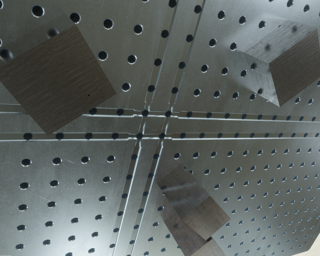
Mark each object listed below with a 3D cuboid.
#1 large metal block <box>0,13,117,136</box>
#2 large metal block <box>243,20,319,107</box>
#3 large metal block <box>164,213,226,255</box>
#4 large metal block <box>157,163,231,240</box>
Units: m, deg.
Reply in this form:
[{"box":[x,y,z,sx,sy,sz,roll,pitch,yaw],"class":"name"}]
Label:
[{"box":[-0.103,-0.053,0.307,0.080,0.050,0.080,-33,129,-7],"class":"large metal block"},{"box":[0.175,-0.091,0.437,0.080,0.050,0.080,-36,130,-4],"class":"large metal block"},{"box":[0.061,0.191,0.530,0.050,0.080,0.080,-37,130,-4],"class":"large metal block"},{"box":[0.052,0.112,0.475,0.050,0.080,0.080,-41,130,-1],"class":"large metal block"}]
